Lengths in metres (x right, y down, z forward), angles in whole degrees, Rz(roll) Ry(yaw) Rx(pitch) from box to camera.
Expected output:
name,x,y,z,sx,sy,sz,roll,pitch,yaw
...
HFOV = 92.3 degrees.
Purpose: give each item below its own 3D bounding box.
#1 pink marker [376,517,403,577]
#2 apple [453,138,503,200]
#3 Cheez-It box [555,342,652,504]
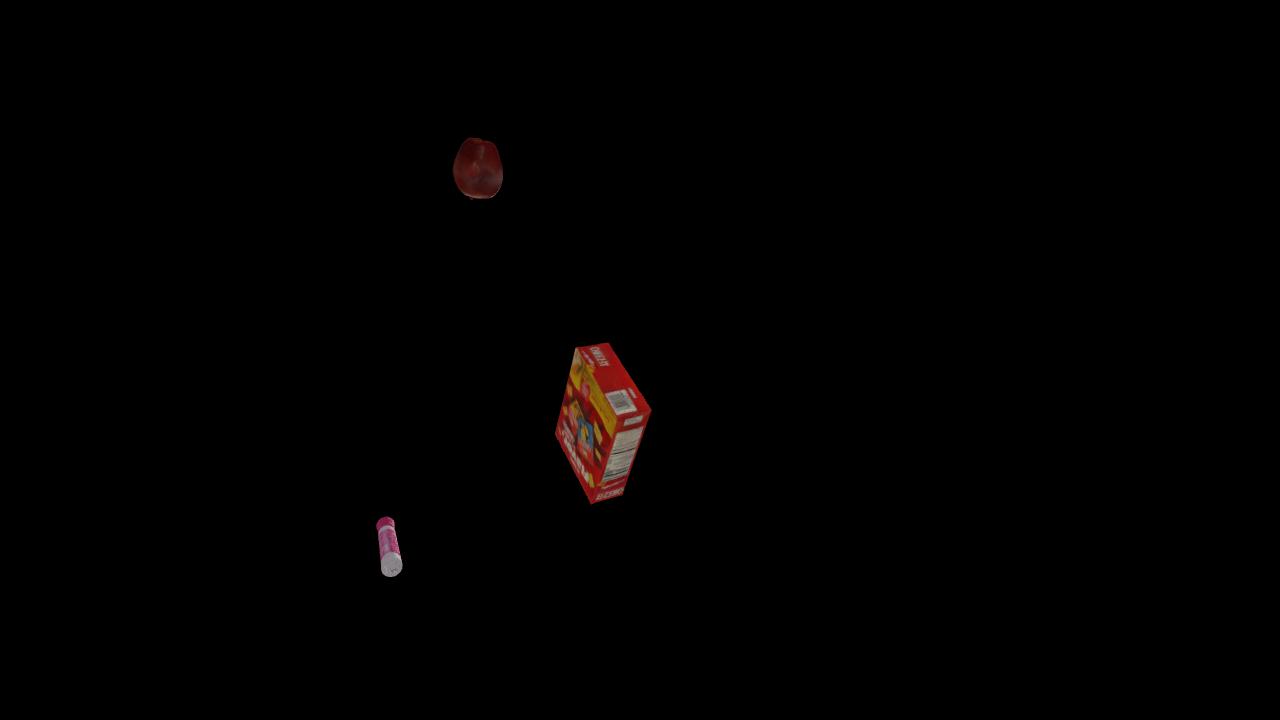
name,x,y,z,sx,sy,sz,roll,pitch,yaw
pink marker,-0.258,0.188,0.629,0.020,0.020,0.121,0,6,-26
apple,-0.253,-0.296,0.960,0.079,0.093,0.079,14,20,-5
Cheez-It box,-0.068,0.107,1.027,0.071,0.223,0.166,-9,46,-29
